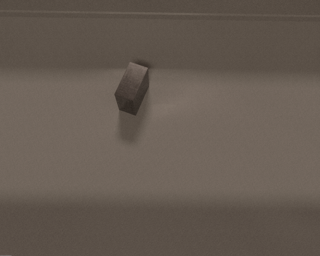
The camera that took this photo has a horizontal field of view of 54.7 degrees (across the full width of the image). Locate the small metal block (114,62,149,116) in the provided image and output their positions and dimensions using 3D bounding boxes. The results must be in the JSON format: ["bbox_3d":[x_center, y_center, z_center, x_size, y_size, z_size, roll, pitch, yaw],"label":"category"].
[{"bbox_3d":[-0.036,-0.051,0.415,0.025,0.050,0.050,20,71,7],"label":"small metal block"}]
